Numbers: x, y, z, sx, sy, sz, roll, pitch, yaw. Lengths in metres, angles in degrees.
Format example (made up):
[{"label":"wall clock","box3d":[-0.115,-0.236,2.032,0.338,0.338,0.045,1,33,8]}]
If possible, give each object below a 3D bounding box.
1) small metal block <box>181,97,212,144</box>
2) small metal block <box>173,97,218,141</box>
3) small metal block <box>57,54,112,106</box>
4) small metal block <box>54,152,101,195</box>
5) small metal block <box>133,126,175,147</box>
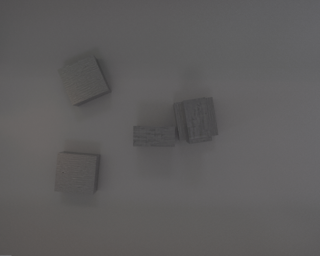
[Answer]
[{"label":"small metal block","box3d":[0.043,-0.008,0.374,0.025,0.050,0.050,-9,90,0]},{"label":"small metal block","box3d":[0.047,-0.012,0.412,0.050,0.025,0.050,-9,90,0]},{"label":"small metal block","box3d":[-0.099,-0.062,0.410,0.050,0.025,0.050,-23,90,0]},{"label":"small metal block","box3d":[-0.109,0.059,0.410,0.050,0.025,0.050,5,90,0]},{"label":"small metal block","box3d":[-0.007,0.010,0.399,0.050,0.050,0.025,1,90,0]}]
